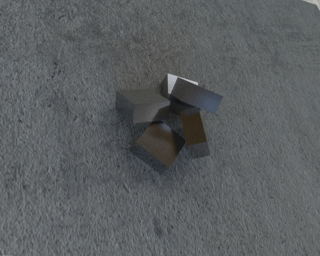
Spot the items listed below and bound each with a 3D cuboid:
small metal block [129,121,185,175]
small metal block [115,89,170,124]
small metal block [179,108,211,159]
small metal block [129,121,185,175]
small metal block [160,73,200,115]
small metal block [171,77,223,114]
[{"bbox_3d":[-0.002,0.023,0.392,0.050,0.025,0.050,38,51,-2],"label":"small metal block"},{"bbox_3d":[-0.023,-0.029,0.396,0.050,0.025,0.050,-8,28,-32],"label":"small metal block"},{"bbox_3d":[0.047,0.008,0.408,0.025,0.050,0.050,-14,63,8],"label":"small metal block"},{"bbox_3d":[-0.002,0.022,0.392,0.050,0.025,0.050,39,51,-3],"label":"small metal block"},{"bbox_3d":[0.029,-0.046,0.451,0.050,0.025,0.050,13,56,-22],"label":"small metal block"},{"bbox_3d":[0.047,-0.044,0.410,0.050,0.025,0.050,20,11,-17],"label":"small metal block"}]
